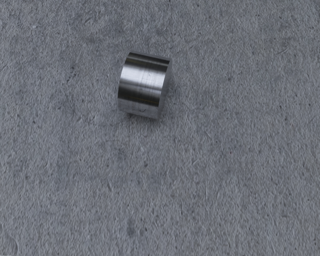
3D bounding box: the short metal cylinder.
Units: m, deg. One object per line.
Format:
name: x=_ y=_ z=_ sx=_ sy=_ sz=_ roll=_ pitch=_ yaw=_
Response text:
short metal cylinder: x=-0.018 y=-0.055 z=0.399 sx=0.050 sy=0.080 sz=0.080 roll=13 pitch=71 yaw=5
